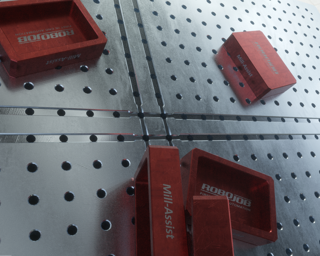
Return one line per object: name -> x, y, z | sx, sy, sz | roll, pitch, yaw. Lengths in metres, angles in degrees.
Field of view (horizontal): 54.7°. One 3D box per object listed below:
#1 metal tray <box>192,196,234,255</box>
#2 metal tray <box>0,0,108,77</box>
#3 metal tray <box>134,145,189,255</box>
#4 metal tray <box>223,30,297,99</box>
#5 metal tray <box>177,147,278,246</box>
metal tray -> 0.046, 0.127, 0.291 | 0.030, 0.129, 0.090 | -1, 58, 5
metal tray -> -0.147, -0.124, 0.401 | 0.131, 0.030, 0.090 | -26, 76, -37
metal tray -> -0.003, 0.093, 0.306 | 0.030, 0.090, 0.130 | 4, 59, -14
metal tray -> 0.189, -0.123, 0.585 | 0.091, 0.030, 0.130 | -16, 70, -35
metal tray -> 0.088, 0.089, 0.399 | 0.131, 0.030, 0.090 | 22, 54, -16
